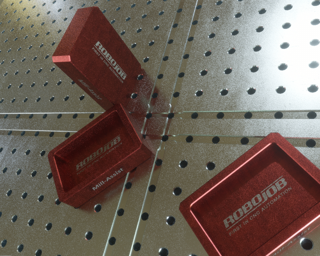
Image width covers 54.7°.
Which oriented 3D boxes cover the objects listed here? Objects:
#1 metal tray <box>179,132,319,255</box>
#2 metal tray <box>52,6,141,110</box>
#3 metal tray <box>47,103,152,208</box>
[{"bbox_3d":[0.095,0.076,0.307,0.130,0.030,0.090,-38,51,2],"label":"metal tray"},{"bbox_3d":[-0.081,-0.091,0.438,0.030,0.130,0.090,5,64,30],"label":"metal tray"},{"bbox_3d":[-0.086,0.036,0.426,0.130,0.030,0.090,-35,51,4],"label":"metal tray"}]
